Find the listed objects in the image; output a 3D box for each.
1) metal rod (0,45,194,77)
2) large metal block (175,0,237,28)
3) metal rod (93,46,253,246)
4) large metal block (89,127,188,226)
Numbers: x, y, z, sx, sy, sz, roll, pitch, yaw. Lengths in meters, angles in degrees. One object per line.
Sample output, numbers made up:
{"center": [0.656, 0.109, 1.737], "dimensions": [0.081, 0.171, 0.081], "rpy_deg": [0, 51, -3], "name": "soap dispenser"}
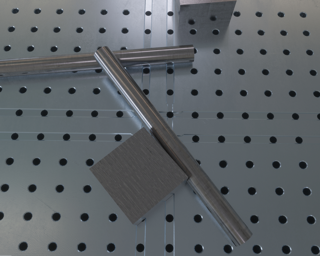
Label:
{"center": [-0.102, -0.096, 0.445], "dimensions": [0.302, 0.025, 0.025], "rpy_deg": [-5, 70, -2], "name": "metal rod"}
{"center": [0.065, -0.206, 0.474], "dimensions": [0.081, 0.050, 0.080], "rpy_deg": [-5, 70, -2], "name": "large metal block"}
{"center": [0.010, 0.015, 0.393], "dimensions": [0.025, 0.025, 0.299], "rpy_deg": [-35, 79, -12], "name": "metal rod"}
{"center": [-0.024, 0.060, 0.376], "dimensions": [0.080, 0.050, 0.080], "rpy_deg": [-38, 75, -13], "name": "large metal block"}
